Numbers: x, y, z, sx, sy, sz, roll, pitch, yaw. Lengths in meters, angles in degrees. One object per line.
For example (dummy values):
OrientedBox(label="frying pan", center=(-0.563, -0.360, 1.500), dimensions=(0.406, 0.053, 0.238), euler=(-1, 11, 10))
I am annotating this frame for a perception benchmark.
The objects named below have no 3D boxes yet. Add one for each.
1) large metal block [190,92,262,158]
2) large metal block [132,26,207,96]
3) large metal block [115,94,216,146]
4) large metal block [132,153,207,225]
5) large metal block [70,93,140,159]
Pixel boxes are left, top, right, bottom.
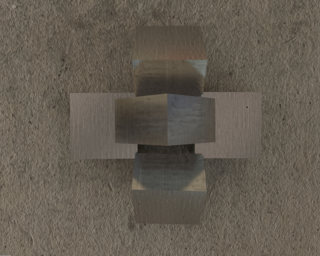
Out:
OrientedBox(label="large metal block", center=(0.082, -0.004, 0.397), dimensions=(0.081, 0.050, 0.079), euler=(0, 90, -1))
OrientedBox(label="large metal block", center=(0.011, -0.083, 0.378), dimensions=(0.081, 0.080, 0.050), euler=(0, 134, 0))
OrientedBox(label="large metal block", center=(0.006, -0.008, 0.351), dimensions=(0.080, 0.081, 0.050), euler=(0, 90, 44))
OrientedBox(label="large metal block", center=(0.010, 0.076, 0.378), dimensions=(0.081, 0.080, 0.050), euler=(1, 47, 0))
OrientedBox(label="large metal block", center=(-0.068, -0.003, 0.398), dimensions=(0.081, 0.050, 0.079), euler=(0, 90, -1))
